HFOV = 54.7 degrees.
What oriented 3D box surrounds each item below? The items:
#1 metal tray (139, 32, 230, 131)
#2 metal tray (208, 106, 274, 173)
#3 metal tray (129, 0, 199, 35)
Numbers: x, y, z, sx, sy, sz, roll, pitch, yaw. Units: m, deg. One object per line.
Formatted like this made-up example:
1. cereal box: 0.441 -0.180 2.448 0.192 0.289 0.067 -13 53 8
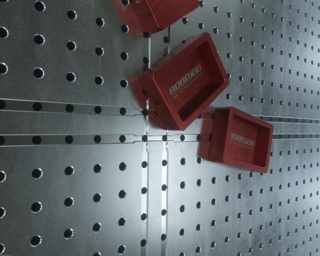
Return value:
1. metal tray: 0.040 -0.067 0.441 0.131 0.030 0.090 -44 117 -31
2. metal tray: 0.142 0.023 0.527 0.131 0.030 0.090 17 79 -39
3. metal tray: -0.008 -0.200 0.400 0.090 0.030 0.130 -42 116 -32
